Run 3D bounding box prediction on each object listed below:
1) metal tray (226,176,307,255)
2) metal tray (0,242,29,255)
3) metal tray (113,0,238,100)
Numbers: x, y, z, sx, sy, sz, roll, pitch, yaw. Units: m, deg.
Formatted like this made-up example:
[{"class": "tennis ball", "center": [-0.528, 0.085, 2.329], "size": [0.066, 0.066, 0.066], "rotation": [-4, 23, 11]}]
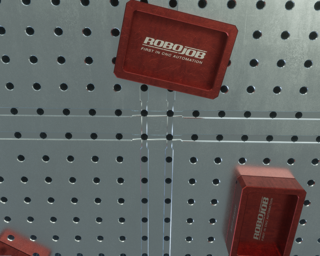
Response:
[{"class": "metal tray", "center": [0.154, 0.138, 0.462], "size": [0.090, 0.030, 0.129], "rotation": [4, 110, -2]}, {"class": "metal tray", "center": [-0.258, 0.254, 0.502], "size": [0.090, 0.030, 0.129], "rotation": [33, 107, -12]}, {"class": "metal tray", "center": [0.017, -0.094, 0.376], "size": [0.131, 0.030, 0.089], "rotation": [12, 110, -5]}]
